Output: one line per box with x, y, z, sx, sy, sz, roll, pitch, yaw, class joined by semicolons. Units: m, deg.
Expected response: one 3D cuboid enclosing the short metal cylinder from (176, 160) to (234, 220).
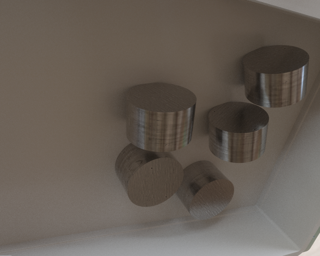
0.070;0.099;0.494;0.081;0.050;0.079;-14;125;-21;short metal cylinder

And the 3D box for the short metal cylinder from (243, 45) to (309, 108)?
0.155;-0.071;0.416;0.081;0.080;0.050;-25;128;-14;short metal cylinder

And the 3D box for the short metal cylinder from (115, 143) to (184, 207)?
-0.015;0.060;0.423;0.081;0.050;0.079;-14;125;-21;short metal cylinder

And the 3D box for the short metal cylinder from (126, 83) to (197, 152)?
0.000;-0.015;0.365;0.081;0.080;0.050;-11;123;-23;short metal cylinder

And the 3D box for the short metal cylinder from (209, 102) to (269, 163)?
0.109;0.004;0.438;0.081;0.080;0.050;-19;126;-18;short metal cylinder
